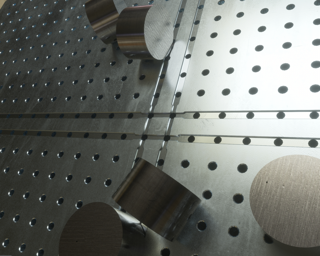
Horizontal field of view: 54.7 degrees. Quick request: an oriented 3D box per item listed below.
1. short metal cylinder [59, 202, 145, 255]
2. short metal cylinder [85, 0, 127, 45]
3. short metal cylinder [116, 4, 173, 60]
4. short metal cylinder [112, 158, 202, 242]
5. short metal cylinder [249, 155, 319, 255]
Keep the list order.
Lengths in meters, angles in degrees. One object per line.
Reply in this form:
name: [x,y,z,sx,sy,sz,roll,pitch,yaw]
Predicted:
short metal cylinder: [-0.064,0.129,0.346,0.080,0.050,0.080,-13,56,21]
short metal cylinder: [-0.084,-0.191,0.535,0.050,0.080,0.080,-21,54,16]
short metal cylinder: [-0.021,-0.145,0.473,0.050,0.080,0.080,8,66,32]
short metal cylinder: [-0.004,0.075,0.329,0.080,0.080,0.050,28,77,37]
short metal cylinder: [0.127,0.071,0.282,0.080,0.050,0.080,-13,56,21]
